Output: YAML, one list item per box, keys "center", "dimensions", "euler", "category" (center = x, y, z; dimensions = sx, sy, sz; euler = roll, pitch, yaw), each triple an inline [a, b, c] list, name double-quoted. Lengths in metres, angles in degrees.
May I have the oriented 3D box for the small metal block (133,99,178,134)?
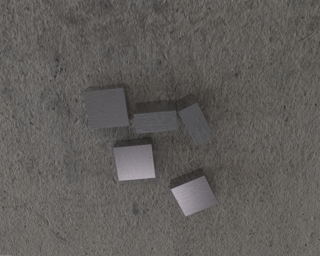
- center: [-0.005, -0.016, 0.391]
  dimensions: [0.050, 0.050, 0.025]
  euler: [-5, 110, 2]
  category: "small metal block"

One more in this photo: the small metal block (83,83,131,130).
- center: [-0.067, -0.028, 0.399]
  dimensions: [0.050, 0.025, 0.050]
  euler: [-6, 110, 2]
  category: "small metal block"

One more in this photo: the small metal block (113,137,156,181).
- center: [-0.034, 0.042, 0.425]
  dimensions: [0.050, 0.025, 0.050]
  euler: [-6, 110, 2]
  category: "small metal block"

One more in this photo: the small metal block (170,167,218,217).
- center: [0.049, 0.091, 0.444]
  dimensions: [0.050, 0.025, 0.050]
  euler: [-24, 109, 8]
  category: "small metal block"

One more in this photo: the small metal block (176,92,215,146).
- center: [0.044, -0.012, 0.392]
  dimensions: [0.025, 0.050, 0.050]
  euler: [-27, 108, 9]
  category: "small metal block"
